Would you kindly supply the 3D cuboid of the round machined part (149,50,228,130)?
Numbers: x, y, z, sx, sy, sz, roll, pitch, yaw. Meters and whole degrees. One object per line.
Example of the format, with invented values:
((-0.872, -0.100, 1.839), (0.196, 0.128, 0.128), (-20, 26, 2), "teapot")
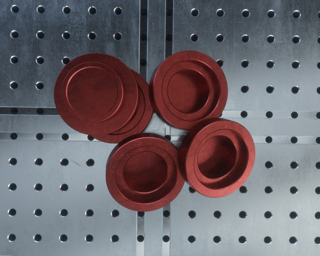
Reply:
((0.033, -0.046, 0.396), (0.099, 0.042, 0.097), (0, 91, -17), "round machined part")

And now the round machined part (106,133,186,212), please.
((-0.020, 0.053, 0.396), (0.099, 0.042, 0.097), (-3, 105, -10), "round machined part")

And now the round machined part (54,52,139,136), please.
((-0.075, -0.040, 0.361), (0.099, 0.042, 0.097), (0, 90, -1), "round machined part")

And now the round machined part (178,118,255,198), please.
((0.068, 0.035, 0.394), (0.099, 0.042, 0.097), (-4, 102, -21), "round machined part")

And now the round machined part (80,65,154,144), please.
((-0.057, -0.030, 0.403), (0.099, 0.042, 0.097), (0, 90, -1), "round machined part")
